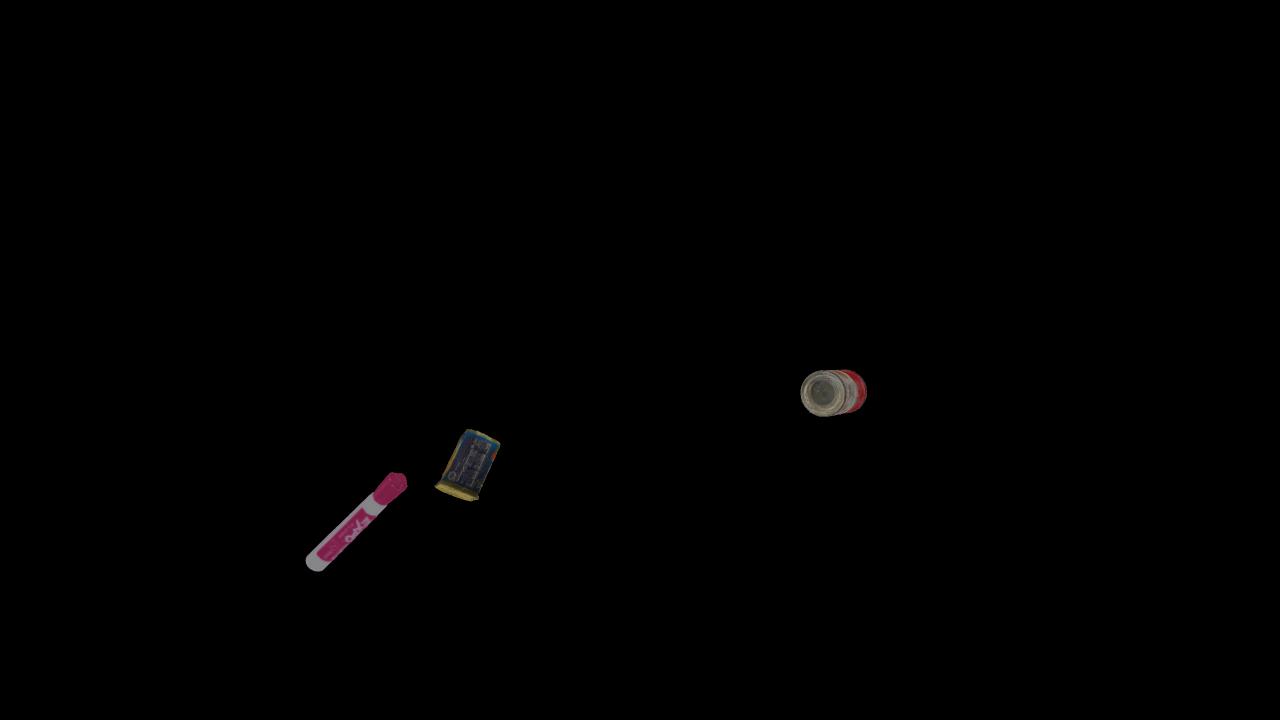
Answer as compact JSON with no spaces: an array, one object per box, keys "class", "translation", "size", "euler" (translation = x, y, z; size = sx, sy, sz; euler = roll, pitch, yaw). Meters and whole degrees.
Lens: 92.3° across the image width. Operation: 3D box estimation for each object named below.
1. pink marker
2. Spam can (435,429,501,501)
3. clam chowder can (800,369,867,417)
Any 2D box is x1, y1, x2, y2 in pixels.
[{"class":"pink marker","translation":[-0.239,0.136,0.521],"size":[0.121,0.020,0.020],"euler":[-43,-12,14]},{"class":"Spam can","translation":[-0.246,0.151,0.880],"size":[0.058,0.085,0.101],"euler":[27,-23,-15]},{"class":"clam chowder can","translation":[0.284,0.048,0.901],"size":[0.068,0.068,0.102],"euler":[0,0,35]}]
